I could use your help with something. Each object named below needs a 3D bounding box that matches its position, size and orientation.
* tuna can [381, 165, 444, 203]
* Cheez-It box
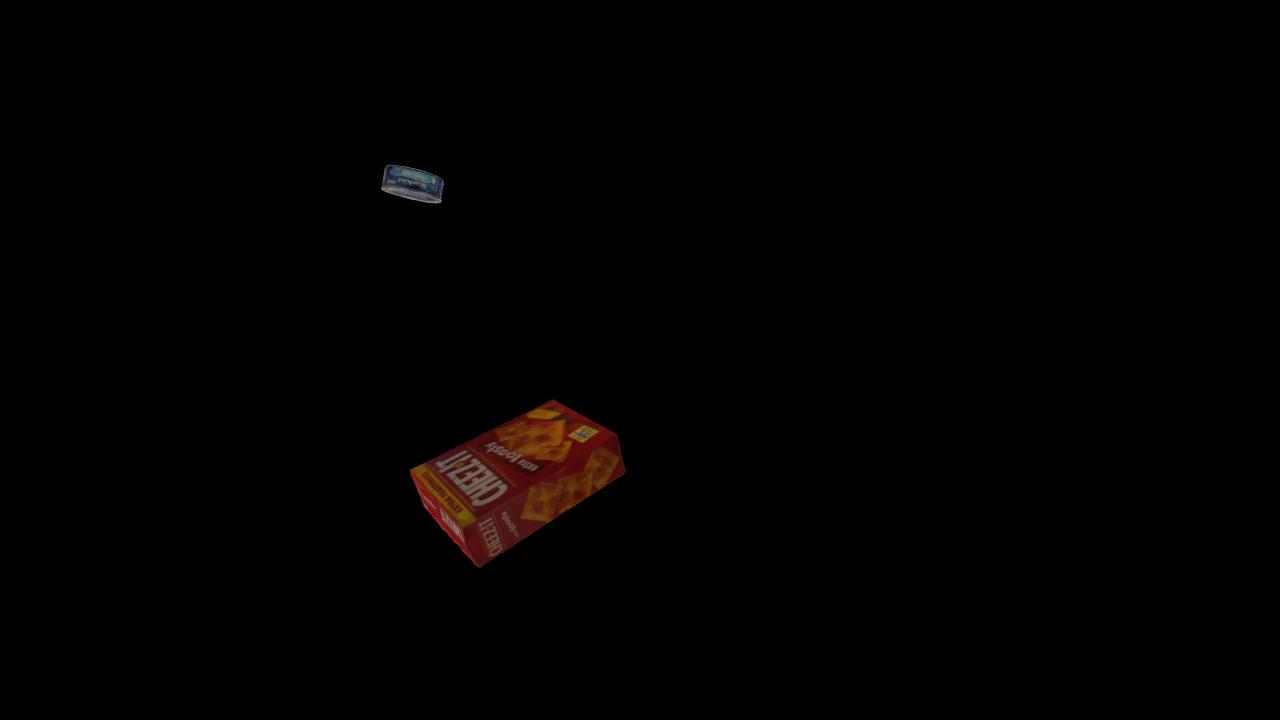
[{"bbox_3d":[-0.330,-0.256,0.897,0.084,0.034,0.084,10,3,0],"label":"tuna can"},{"bbox_3d":[-0.155,0.144,0.791,0.223,0.071,0.166,-27,30,-31],"label":"Cheez-It box"}]
